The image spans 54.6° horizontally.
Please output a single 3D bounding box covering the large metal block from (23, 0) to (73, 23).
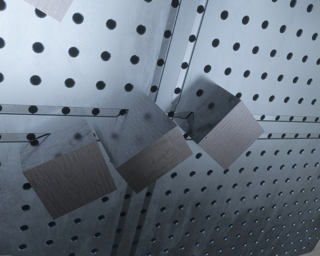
[{"bbox_3d":[-0.101,-0.147,0.249,0.080,0.050,0.080,26,104,-37],"label":"large metal block"}]

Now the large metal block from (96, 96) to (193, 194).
[{"bbox_3d":[-0.021,0.018,0.375,0.080,0.080,0.050,-35,129,-5],"label":"large metal block"}]

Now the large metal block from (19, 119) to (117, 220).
[{"bbox_3d":[-0.106,0.048,0.366,0.080,0.050,0.080,-24,127,-14],"label":"large metal block"}]

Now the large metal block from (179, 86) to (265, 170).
[{"bbox_3d":[0.090,0.001,0.444,0.080,0.050,0.080,-46,129,4],"label":"large metal block"}]
